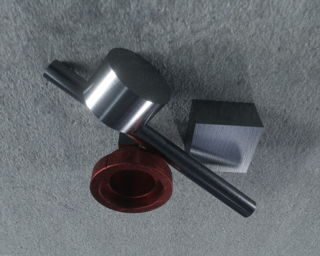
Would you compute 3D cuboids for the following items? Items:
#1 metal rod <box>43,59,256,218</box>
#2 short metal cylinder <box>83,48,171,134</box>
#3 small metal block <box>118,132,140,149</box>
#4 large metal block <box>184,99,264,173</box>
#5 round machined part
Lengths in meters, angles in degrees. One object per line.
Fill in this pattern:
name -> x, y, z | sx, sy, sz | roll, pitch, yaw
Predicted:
metal rod -> -0.004, 0.019, 0.376 | 0.301, 0.025, 0.025 | 36, 122, -10
short metal cylinder -> -0.035, -0.041, 0.337 | 0.080, 0.080, 0.050 | 30, 124, -24
small metal block -> -0.038, 0.022, 0.411 | 0.025, 0.050, 0.050 | -2, 130, 1
large metal block -> 0.078, 0.011, 0.403 | 0.081, 0.050, 0.079 | 3, 130, -4
round machined part -> -0.034, 0.060, 0.384 | 0.099, 0.042, 0.097 | -1, 132, 0
